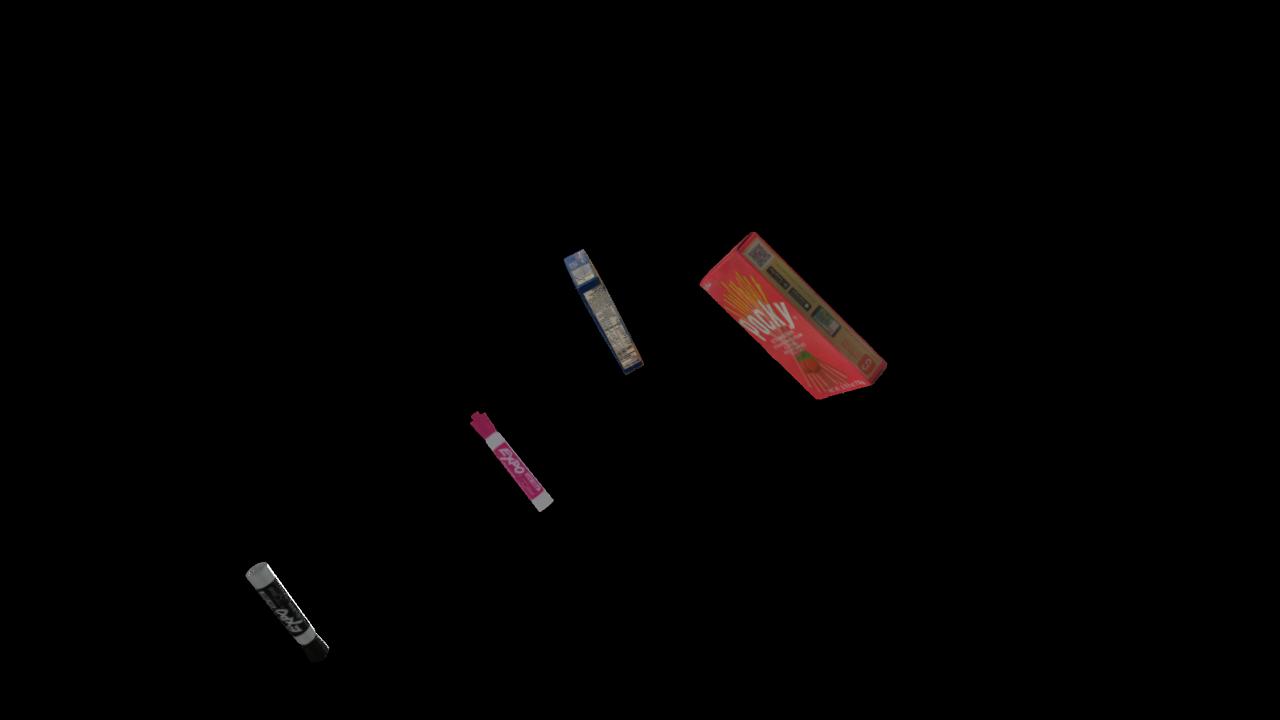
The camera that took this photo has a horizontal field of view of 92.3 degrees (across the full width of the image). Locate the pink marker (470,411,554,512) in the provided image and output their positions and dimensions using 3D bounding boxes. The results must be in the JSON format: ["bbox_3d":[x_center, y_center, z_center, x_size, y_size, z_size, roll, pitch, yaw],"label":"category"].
[{"bbox_3d":[-0.132,0.102,0.629,0.020,0.121,0.020,-38,1,0],"label":"pink marker"}]

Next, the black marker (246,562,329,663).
[{"bbox_3d":[-0.325,0.238,0.573,0.020,0.121,0.020,-14,26,7],"label":"black marker"}]

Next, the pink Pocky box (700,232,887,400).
[{"bbox_3d":[0.125,-0.032,0.521,0.029,0.155,0.084,-47,3,-20],"label":"pink Pocky box"}]

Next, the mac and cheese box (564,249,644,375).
[{"bbox_3d":[-0.054,-0.072,0.946,0.041,0.184,0.093,-29,40,-1],"label":"mac and cheese box"}]
